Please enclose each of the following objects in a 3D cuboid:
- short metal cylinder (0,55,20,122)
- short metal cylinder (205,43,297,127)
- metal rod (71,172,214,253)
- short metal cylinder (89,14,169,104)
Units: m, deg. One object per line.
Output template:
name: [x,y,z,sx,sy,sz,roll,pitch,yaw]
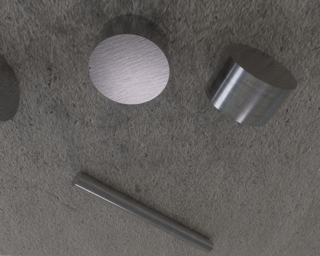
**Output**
short metal cylinder: [-0.199,-0.042,0.334,0.050,0.080,0.080,-10,130,9]
short metal cylinder: [0.096,-0.047,0.332,0.081,0.080,0.050,17,128,-14]
metal rod: [-0.016,0.154,0.537,0.301,0.025,0.025,35,122,-26]
short metal cylinder: [-0.031,-0.072,0.329,0.081,0.050,0.079,0,130,0]
